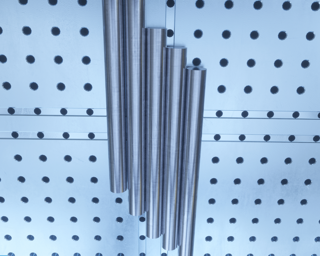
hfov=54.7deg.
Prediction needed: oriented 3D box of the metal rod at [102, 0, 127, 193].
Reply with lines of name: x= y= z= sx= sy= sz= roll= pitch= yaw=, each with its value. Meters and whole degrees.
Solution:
metal rod: x=-0.057 y=-0.053 z=0.393 sx=0.025 sy=0.025 sz=0.298 roll=1 pitch=110 yaw=-1

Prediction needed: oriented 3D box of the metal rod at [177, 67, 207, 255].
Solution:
metal rod: x=0.043 y=0.066 z=0.437 sx=0.025 sy=0.025 sz=0.298 roll=1 pitch=110 yaw=-1

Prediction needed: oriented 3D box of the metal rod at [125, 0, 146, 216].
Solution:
metal rod: x=-0.031 y=-0.017 z=0.406 sx=0.025 sy=0.025 sz=0.298 roll=1 pitch=110 yaw=-1

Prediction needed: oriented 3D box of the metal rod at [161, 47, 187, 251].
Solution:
metal rod: x=0.018 y=0.042 z=0.428 sx=0.025 sy=0.025 sz=0.298 roll=1 pitch=110 yaw=-1

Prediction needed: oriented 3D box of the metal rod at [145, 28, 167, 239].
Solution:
metal rod: x=-0.007 y=0.021 z=0.420 sx=0.025 sy=0.025 sz=0.298 roll=1 pitch=110 yaw=-1
